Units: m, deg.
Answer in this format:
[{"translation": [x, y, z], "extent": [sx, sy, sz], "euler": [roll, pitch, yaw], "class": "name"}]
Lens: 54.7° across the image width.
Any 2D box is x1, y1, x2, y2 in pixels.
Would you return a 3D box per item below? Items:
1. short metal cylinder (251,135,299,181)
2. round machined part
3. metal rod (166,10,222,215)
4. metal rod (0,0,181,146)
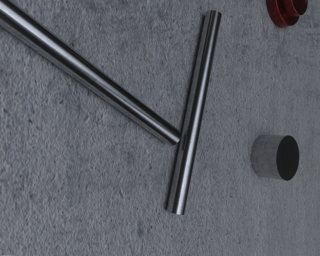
[{"translation": [0.210, 0.053, 0.564], "extent": [0.081, 0.050, 0.080], "euler": [0, 90, -40], "class": "short metal cylinder"}, {"translation": [0.252, -0.250, 0.604], "extent": [0.099, 0.042, 0.097], "euler": [0, 90, -40], "class": "round machined part"}, {"translation": [0.051, -0.028, 0.447], "extent": [0.025, 0.025, 0.299], "euler": [20, 78, -38], "class": "metal rod"}, {"translation": [-0.081, -0.061, 0.336], "extent": [0.301, 0.025, 0.025], "euler": [37, 68, -34], "class": "metal rod"}]
